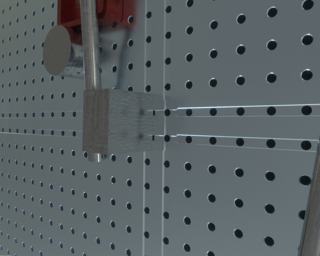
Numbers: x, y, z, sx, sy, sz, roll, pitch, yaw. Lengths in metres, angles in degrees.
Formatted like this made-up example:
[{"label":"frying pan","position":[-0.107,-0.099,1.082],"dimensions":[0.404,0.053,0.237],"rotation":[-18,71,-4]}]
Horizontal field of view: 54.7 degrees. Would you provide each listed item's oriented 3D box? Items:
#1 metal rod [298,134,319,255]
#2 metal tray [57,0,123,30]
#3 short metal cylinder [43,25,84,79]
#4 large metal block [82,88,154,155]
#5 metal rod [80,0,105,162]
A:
[{"label":"metal rod","position":[0.143,0.117,0.290],"dimensions":[0.025,0.025,0.298],"rotation":[12,98,39]},{"label":"metal tray","position":[-0.115,-0.208,0.498],"dimensions":[0.130,0.030,0.089],"rotation":[3,92,39]},{"label":"short metal cylinder","position":[-0.150,-0.124,0.514],"dimensions":[0.080,0.050,0.079],"rotation":[0,90,39]},{"label":"large metal block","position":[-0.055,-0.009,0.417],"dimensions":[0.050,0.081,0.079],"rotation":[3,92,40]},{"label":"metal rod","position":[-0.102,-0.096,0.463],"dimensions":[0.025,0.025,0.298],"rotation":[8,104,39]}]
